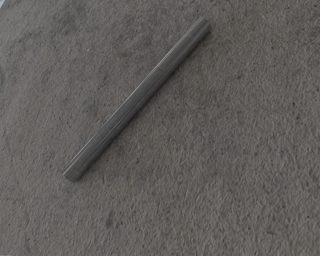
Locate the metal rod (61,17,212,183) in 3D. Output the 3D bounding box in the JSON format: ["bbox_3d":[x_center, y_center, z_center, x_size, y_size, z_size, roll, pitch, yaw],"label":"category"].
[{"bbox_3d":[-0.030,-0.044,0.447,0.300,0.025,0.025,-49,51,-7],"label":"metal rod"}]
